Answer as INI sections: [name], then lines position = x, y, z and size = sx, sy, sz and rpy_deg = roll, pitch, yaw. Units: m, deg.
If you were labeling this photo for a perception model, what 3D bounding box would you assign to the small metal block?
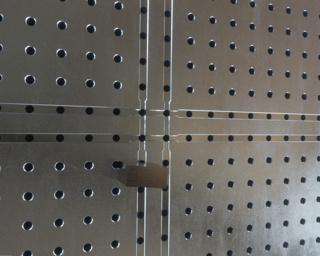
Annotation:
[small metal block]
position = -0.023, 0.058, 0.392
size = 0.050, 0.050, 0.025
rpy_deg = 7, 88, -20
